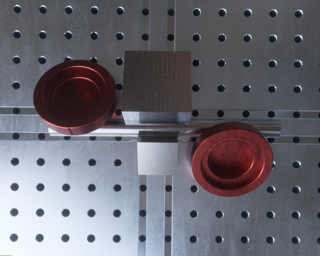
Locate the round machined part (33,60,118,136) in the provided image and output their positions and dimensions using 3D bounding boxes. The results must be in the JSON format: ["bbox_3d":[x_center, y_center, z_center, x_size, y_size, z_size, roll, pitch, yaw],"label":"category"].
[{"bbox_3d":[-0.103,-0.034,0.391,0.099,0.042,0.098,0,64,0],"label":"round machined part"}]

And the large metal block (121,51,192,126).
[{"bbox_3d":[-0.003,-0.049,0.389,0.081,0.050,0.080,1,72,0],"label":"large metal block"}]

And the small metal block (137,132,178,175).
[{"bbox_3d":[-0.003,0.034,0.403,0.050,0.025,0.050,1,119,0],"label":"small metal block"}]

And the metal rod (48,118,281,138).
[{"bbox_3d":[0.006,0.000,0.414,0.302,0.025,0.025,1,90,0],"label":"metal rod"}]

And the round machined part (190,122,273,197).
[{"bbox_3d":[0.088,0.036,0.393,0.099,0.042,0.097,0,115,0],"label":"round machined part"}]
